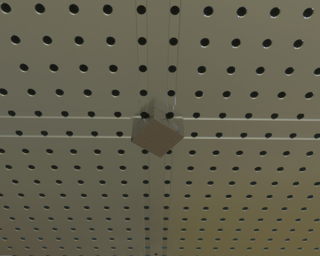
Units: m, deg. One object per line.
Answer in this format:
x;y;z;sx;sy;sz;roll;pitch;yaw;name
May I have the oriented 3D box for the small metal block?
-0.003;0.007;0.417;0.050;0.025;0.050;31;124;-24;small metal block
